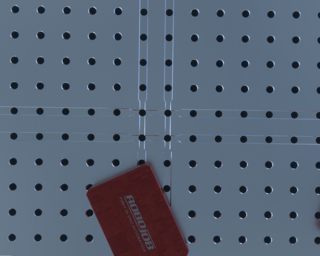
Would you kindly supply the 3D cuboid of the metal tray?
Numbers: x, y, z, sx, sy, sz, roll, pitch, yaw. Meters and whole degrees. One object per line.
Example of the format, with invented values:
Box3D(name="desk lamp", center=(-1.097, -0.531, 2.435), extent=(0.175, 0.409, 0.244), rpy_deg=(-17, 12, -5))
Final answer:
Box3D(name="metal tray", center=(-0.029, 0.121, 0.411), extent=(0.090, 0.030, 0.129), rpy_deg=(-24, 90, -1))
